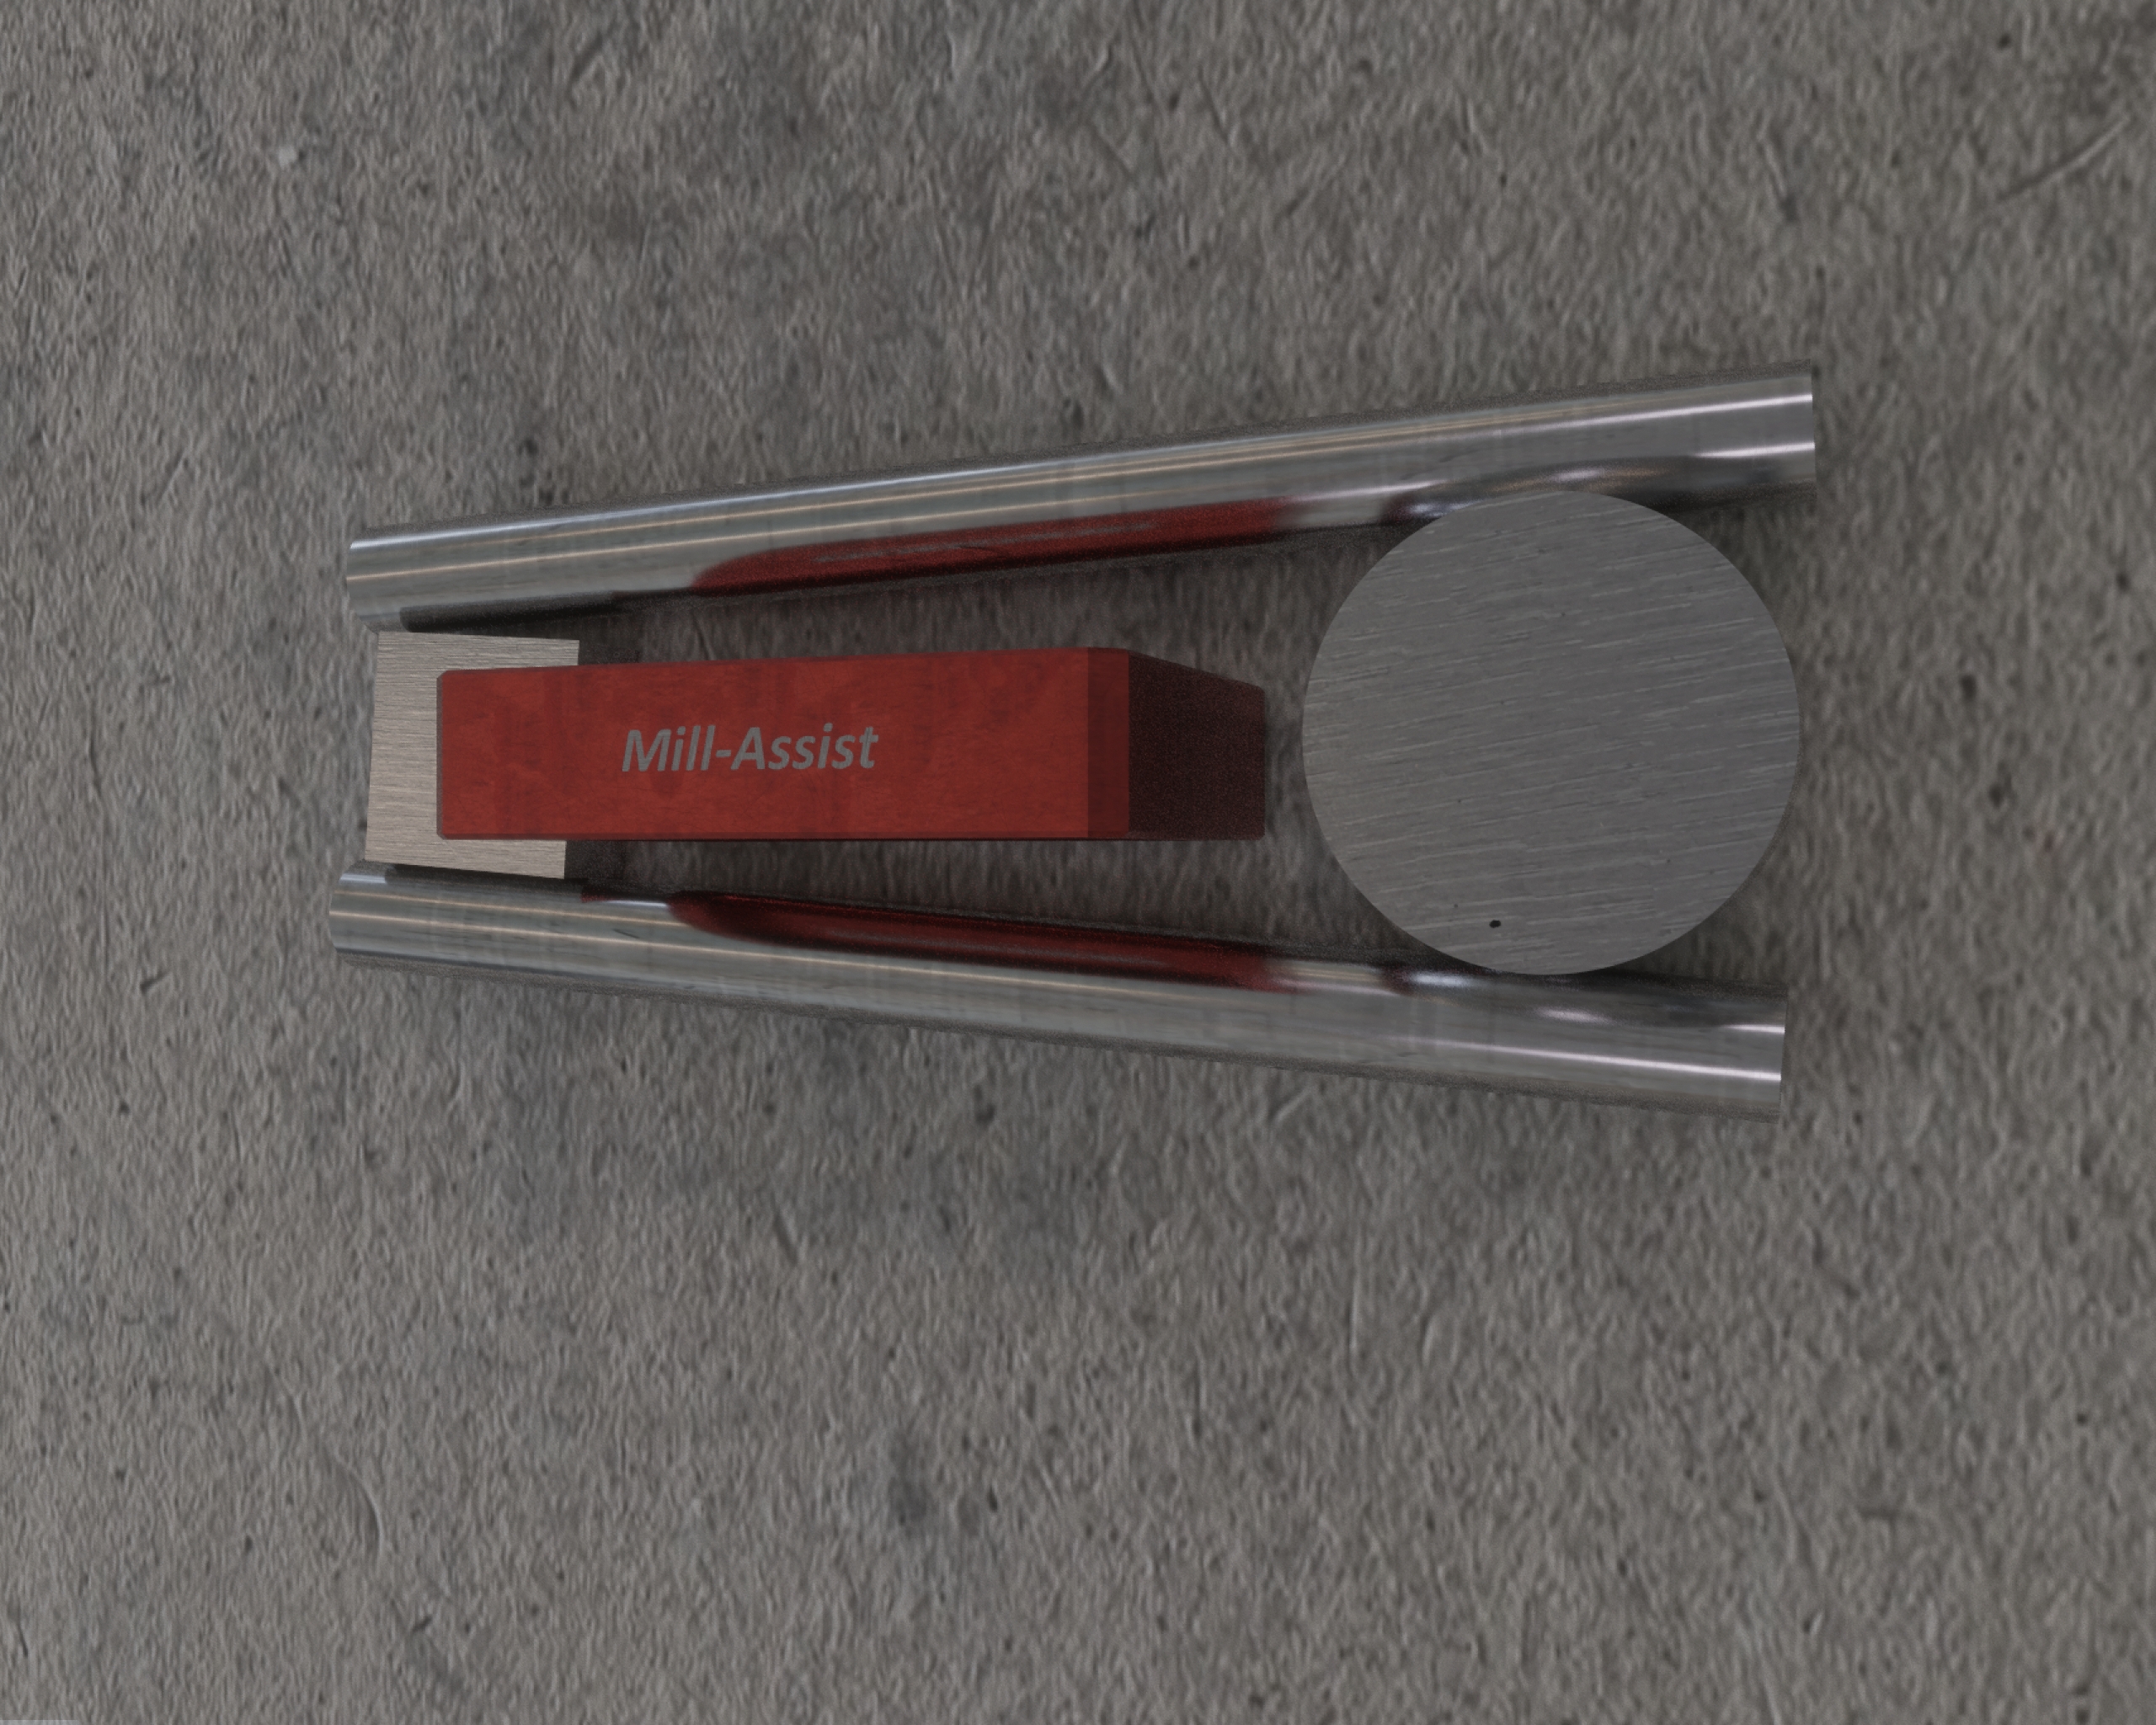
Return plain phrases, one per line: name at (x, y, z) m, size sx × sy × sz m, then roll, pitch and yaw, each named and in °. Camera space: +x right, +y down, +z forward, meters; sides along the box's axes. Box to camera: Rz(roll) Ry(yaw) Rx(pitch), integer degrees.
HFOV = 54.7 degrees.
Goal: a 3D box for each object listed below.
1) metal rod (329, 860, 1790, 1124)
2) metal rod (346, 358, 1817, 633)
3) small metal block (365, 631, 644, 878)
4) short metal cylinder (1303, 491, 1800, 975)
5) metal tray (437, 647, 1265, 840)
metal rod at (-0.017, 0.022, 0.416) m, size 0.301 × 0.025 × 0.025 m, roll 5°, pitch 92°, yaw 19°
metal rod at (-0.013, -0.069, 0.415) m, size 0.301 × 0.025 × 0.025 m, roll -3°, pitch 89°, yaw 19°
small metal block at (-0.125, -0.023, 0.455) m, size 0.050 × 0.025 × 0.050 m, roll 5°, pitch 92°, yaw 19°
short metal cylinder at (0.085, -0.021, 0.366) m, size 0.080 × 0.050 × 0.079 m, roll 0°, pitch 90°, yaw 20°
metal tray at (-0.039, -0.019, 0.388) m, size 0.130 × 0.090 × 0.030 m, roll 0°, pitch 90°, yaw 20°
